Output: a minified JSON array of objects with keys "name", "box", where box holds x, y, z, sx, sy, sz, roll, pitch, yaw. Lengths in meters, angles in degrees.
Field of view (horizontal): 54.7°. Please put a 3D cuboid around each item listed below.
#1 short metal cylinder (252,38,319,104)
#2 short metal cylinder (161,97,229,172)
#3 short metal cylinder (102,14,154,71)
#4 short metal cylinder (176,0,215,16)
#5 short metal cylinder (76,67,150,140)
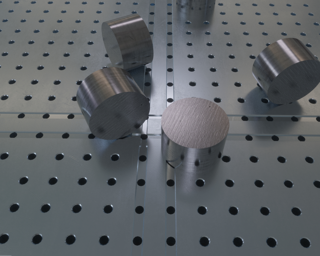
[{"name":"short metal cylinder","box":[0.180,-0.079,0.440,0.081,0.080,0.050,-11,51,-9]},{"name":"short metal cylinder","box":[0.042,0.008,0.385,0.081,0.050,0.080,0,50,0]},{"name":"short metal cylinder","box":[-0.051,-0.131,0.481,0.050,0.080,0.080,-23,54,-18]},{"name":"short metal cylinder","box":[0.072,-0.268,0.617,0.081,0.050,0.080,0,50,0]},{"name":"short metal cylinder","box":[-0.060,-0.030,0.397,0.081,0.080,0.050,-21,54,-17]}]
